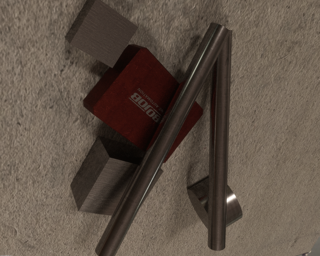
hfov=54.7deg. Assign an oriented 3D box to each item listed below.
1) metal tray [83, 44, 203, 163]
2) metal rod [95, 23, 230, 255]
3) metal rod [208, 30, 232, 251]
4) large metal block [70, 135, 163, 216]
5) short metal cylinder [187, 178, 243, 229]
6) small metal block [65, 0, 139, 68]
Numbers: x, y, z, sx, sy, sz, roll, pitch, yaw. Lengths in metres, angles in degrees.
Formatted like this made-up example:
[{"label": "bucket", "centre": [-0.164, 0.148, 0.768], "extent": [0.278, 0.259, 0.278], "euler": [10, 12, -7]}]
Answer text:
[{"label": "metal tray", "centre": [-0.014, -0.024, 0.373], "extent": [0.090, 0.030, 0.130], "euler": [-52, 130, -4]}, {"label": "metal rod", "centre": [0.001, 0.019, 0.364], "extent": [0.025, 0.025, 0.299], "euler": [24, 94, -37]}, {"label": "metal rod", "centre": [0.079, 0.026, 0.413], "extent": [0.025, 0.025, 0.298], "euler": [-8, 105, -25]}, {"label": "large metal block", "centre": [-0.057, 0.065, 0.401], "extent": [0.080, 0.050, 0.080], "euler": [21, 107, -36]}, {"label": "short metal cylinder", "centre": [0.087, 0.121, 0.496], "extent": [0.050, 0.080, 0.080], "euler": [-28, 128, -11]}, {"label": "small metal block", "centre": [-0.059, -0.097, 0.315], "extent": [0.050, 0.025, 0.050], "euler": [26, 104, -38]}]
